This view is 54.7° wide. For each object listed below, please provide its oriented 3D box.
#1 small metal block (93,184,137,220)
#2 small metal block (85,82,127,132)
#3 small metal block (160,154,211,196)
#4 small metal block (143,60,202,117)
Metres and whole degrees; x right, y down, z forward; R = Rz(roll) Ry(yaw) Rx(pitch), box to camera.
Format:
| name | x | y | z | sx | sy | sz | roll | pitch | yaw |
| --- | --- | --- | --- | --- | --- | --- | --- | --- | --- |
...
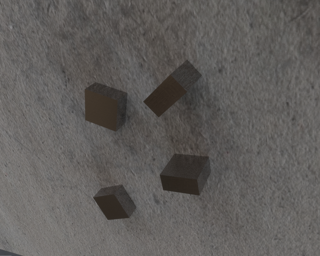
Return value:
| name | x | y | z | sx | sy | sz | roll | pitch | yaw |
| --- | --- | --- | --- | --- | --- | --- | --- | --- | --- |
| small metal block | -0.076 | 0.126 | 0.523 | 0.050 | 0.025 | 0.050 | -17 | 110 | 34 |
| small metal block | -0.075 | -0.029 | 0.426 | 0.050 | 0.025 | 0.050 | 20 | 126 | 16 |
| small metal block | 0.035 | 0.060 | 0.408 | 0.050 | 0.050 | 0.025 | 3 | 120 | 26 |
| small metal block | 0.015 | -0.045 | 0.354 | 0.025 | 0.050 | 0.050 | 46 | 129 | -4 |
